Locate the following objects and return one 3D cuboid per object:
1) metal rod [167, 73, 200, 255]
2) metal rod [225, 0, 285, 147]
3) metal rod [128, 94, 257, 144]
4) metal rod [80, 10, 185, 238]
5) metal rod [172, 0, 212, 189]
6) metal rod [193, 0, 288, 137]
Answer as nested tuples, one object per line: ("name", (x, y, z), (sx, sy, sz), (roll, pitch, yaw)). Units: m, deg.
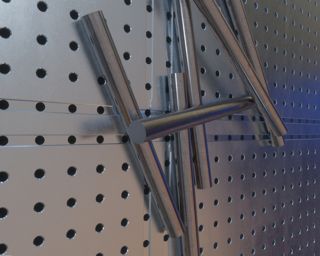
("metal rod", (0.036, 0.074, 0.437), (0.025, 0.025, 0.298), (-9, 96, -40))
("metal rod", (0.171, -0.098, 0.550), (0.025, 0.025, 0.299), (-38, 113, -33))
("metal rod", (0.072, -0.022, 0.434), (0.302, 0.025, 0.025), (-16, 100, -49))
("metal rod", (-0.027, 0.009, 0.385), (0.025, 0.025, 0.299), (-32, 110, -35))
("metal rod", (0.045, -0.060, 0.445), (0.025, 0.025, 0.298), (-13, 99, -39))
("metal rod", (0.126, -0.096, 0.475), (0.300, 0.025, 0.025), (50, 61, -27))
